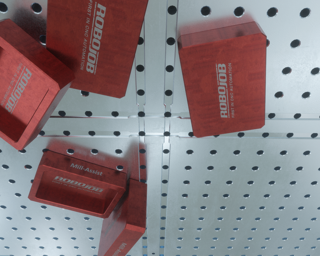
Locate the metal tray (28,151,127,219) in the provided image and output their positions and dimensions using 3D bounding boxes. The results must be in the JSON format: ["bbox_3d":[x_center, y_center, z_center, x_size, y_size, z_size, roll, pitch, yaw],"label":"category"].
[{"bbox_3d":[-0.128,0.092,0.484,0.131,0.030,0.089,20,127,-17],"label":"metal tray"}]

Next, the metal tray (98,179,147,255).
[{"bbox_3d":[-0.062,0.155,0.500,0.030,0.090,0.129,20,127,-17],"label":"metal tray"}]

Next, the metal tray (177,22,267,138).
[{"bbox_3d":[0.076,-0.050,0.367,0.090,0.030,0.129,-9,130,7],"label":"metal tray"}]

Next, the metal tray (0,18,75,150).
[{"bbox_3d":[-0.162,-0.041,0.343,0.090,0.030,0.129,40,128,-9],"label":"metal tray"}]

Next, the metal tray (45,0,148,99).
[{"bbox_3d":[-0.068,-0.098,0.324,0.091,0.030,0.129,11,129,-10],"label":"metal tray"}]
